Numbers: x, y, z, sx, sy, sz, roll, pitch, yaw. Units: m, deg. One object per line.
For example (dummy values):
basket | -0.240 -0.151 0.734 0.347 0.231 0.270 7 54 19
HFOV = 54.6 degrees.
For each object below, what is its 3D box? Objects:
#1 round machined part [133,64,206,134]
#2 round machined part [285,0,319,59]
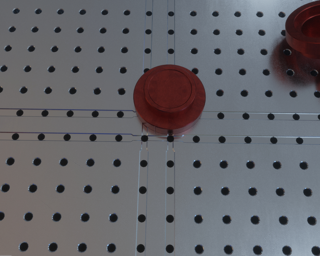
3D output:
round machined part | 0.013 -0.044 0.419 0.099 0.042 0.098 0 70 0
round machined part | 0.231 -0.136 0.441 0.098 0.042 0.098 -12 49 14
